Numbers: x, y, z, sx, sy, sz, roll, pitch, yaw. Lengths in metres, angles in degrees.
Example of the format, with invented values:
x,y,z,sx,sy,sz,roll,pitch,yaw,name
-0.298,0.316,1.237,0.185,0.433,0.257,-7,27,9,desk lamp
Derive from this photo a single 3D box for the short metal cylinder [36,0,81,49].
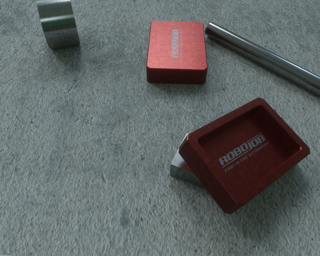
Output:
x,y,z,sx,sy,sz,roll,pitch,yaw,name
-0.166,-0.175,0.513,0.050,0.080,0.080,-13,52,-11,short metal cylinder

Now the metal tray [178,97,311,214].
x,y,z,sx,sy,sz,roll,pitch,yaw,name
0.098,0.026,0.354,0.131,0.030,0.090,-26,69,-30,metal tray

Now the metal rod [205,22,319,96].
x,y,z,sx,sy,sz,roll,pitch,yaw,name
0.194,-0.095,0.485,0.025,0.025,0.300,-37,59,-27,metal rod

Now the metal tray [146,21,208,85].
x,y,z,sx,sy,sz,roll,pitch,yaw,name
0.027,-0.126,0.507,0.091,0.030,0.130,2,50,1,metal tray

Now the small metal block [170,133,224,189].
x,y,z,sx,sy,sz,roll,pitch,yaw,name
0.045,0.040,0.371,0.050,0.025,0.050,20,53,15,small metal block
